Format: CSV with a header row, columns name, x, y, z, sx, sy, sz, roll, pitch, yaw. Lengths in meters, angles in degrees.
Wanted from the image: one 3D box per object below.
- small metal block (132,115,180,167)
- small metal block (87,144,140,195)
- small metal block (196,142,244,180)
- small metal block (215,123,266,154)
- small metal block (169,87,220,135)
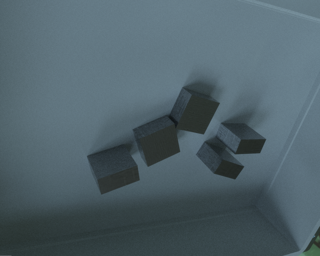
name,x,y,z,sx,sy,sz,roll,pitch,yaw
small metal block,-0.004,0.018,0.419,0.050,0.025,0.050,-24,128,-14
small metal block,-0.060,0.051,0.393,0.050,0.050,0.025,-18,126,-18
small metal block,0.092,0.050,0.476,0.050,0.050,0.025,20,108,-36
small metal block,0.122,0.015,0.471,0.050,0.050,0.025,1,118,-29
small metal block,0.045,-0.022,0.422,0.050,0.025,0.050,12,112,-34
